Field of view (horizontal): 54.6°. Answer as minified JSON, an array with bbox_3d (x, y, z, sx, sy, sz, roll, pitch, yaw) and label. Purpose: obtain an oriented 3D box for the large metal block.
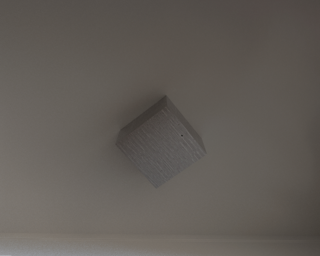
[{"bbox_3d":[0.002,0.018,0.404,0.080,0.050,0.080,-36,106,12],"label":"large metal block"}]
